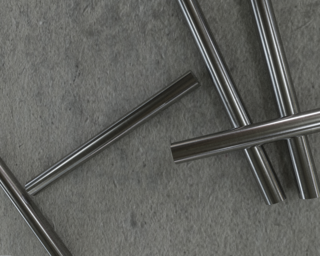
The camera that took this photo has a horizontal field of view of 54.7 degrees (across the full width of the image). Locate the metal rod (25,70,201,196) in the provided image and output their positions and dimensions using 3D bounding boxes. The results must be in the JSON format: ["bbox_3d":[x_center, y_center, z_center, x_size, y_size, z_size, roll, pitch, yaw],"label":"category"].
[{"bbox_3d":[-0.076,0.015,0.434,0.300,0.025,0.025,-33,80,16],"label":"metal rod"}]

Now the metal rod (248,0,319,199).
[{"bbox_3d":[0.137,-0.068,0.360,0.025,0.025,0.298,-14,85,19],"label":"metal rod"}]

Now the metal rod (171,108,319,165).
[{"bbox_3d":[0.160,-0.007,0.327,0.301,0.025,0.025,-14,85,9],"label":"metal rod"}]

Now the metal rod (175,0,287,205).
[{"bbox_3d":[0.079,-0.052,0.380,0.025,0.025,0.299,-25,82,18],"label":"metal rod"}]

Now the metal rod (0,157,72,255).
[{"bbox_3d":[-0.187,0.145,0.472,0.025,0.025,0.300,-46,76,14],"label":"metal rod"}]
